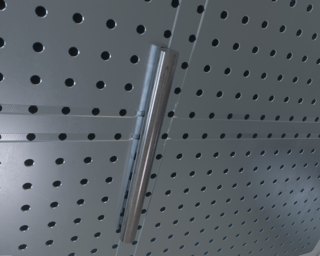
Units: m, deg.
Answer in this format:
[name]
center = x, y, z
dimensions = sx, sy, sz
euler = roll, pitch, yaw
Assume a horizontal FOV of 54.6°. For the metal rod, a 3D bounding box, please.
[metal rod]
center = -0.020, 0.041, 0.424
dimensions = 0.025, 0.025, 0.298
euler = -1, 119, -28
